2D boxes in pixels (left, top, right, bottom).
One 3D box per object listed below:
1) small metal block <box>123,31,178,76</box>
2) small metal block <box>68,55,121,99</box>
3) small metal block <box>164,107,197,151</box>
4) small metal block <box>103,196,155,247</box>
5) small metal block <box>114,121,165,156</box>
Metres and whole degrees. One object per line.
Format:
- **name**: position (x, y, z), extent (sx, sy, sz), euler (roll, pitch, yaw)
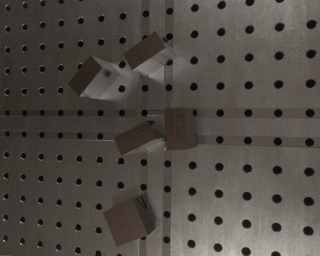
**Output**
- **small metal block**: position (-0.011, -0.095, 0.402), extent (0.050, 0.050, 0.025), euler (-30, 80, 17)
- **small metal block**: position (-0.090, -0.069, 0.430), extent (0.025, 0.050, 0.050), euler (46, 104, 14)
- **small metal block**: position (0.027, 0.001, 0.389), extent (0.025, 0.050, 0.050), euler (-5, 89, 20)
- **small metal block**: position (-0.043, 0.128, 0.427), extent (0.050, 0.025, 0.050), euler (-26, 82, 17)
- **small metal block**: position (-0.024, 0.013, 0.407), extent (0.050, 0.050, 0.025), euler (-27, 82, 18)
